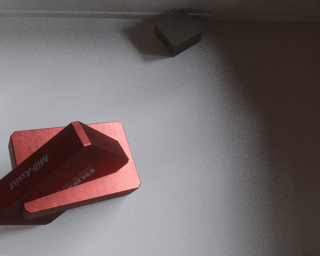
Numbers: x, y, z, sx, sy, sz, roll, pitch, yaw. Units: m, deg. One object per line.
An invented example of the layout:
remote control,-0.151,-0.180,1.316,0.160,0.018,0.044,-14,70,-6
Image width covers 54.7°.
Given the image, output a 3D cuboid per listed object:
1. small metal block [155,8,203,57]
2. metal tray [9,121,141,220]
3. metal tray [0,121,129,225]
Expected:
small metal block,0.027,-0.142,0.462,0.050,0.025,0.050,-33,74,-12
metal tray,-0.096,0.044,0.359,0.131,0.030,0.090,-7,68,-33
metal tray,-0.108,0.054,0.332,0.130,0.090,0.030,-38,64,6
